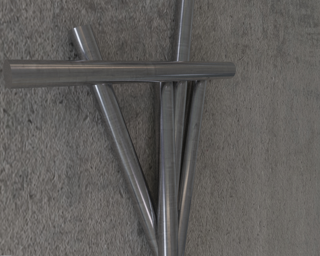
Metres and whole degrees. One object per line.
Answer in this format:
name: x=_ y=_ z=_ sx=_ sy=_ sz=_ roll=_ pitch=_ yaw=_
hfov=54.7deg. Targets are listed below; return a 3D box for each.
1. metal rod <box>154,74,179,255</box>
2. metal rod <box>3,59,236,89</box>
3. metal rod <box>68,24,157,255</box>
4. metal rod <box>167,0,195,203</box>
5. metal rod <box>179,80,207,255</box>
metal rod: x=0.008 y=0.077 z=0.386 sx=0.025 sy=0.025 sz=0.298 roll=6 pitch=79 yaw=-40
metal rod: x=-0.014 y=-0.065 z=0.358 sx=0.302 sy=0.025 sz=0.025 roll=-10 pitch=96 yaw=-39
metal rod: x=-0.041 y=0.030 z=0.369 sx=0.025 sy=0.025 sz=0.298 roll=-29 pitch=108 yaw=-36
metal rod: x=0.023 y=-0.039 z=0.423 sx=0.025 sy=0.025 sz=0.298 roll=9 pitch=85 yaw=-40
metal rod: x=0.035 y=0.078 z=0.433 sx=0.025 sy=0.025 sz=0.298 roll=14 pitch=81 yaw=-39
